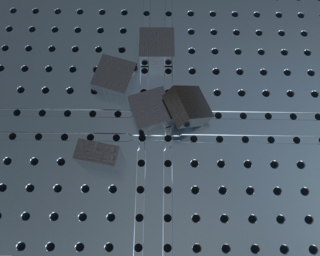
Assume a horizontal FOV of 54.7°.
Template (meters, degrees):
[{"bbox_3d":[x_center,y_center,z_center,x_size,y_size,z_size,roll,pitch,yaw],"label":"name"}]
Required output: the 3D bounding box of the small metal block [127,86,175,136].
[{"bbox_3d":[-0.012,-0.024,0.420,0.050,0.025,0.050,-17,71,-7],"label":"small metal block"}]

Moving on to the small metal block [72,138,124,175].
[{"bbox_3d":[-0.074,0.037,0.384,0.050,0.050,0.025,11,71,3],"label":"small metal block"}]

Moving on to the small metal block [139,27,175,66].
[{"bbox_3d":[-0.005,-0.120,0.455,0.050,0.025,0.050,0,70,-1],"label":"small metal block"}]

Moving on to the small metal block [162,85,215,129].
[{"bbox_3d":[0.038,-0.028,0.409,0.050,0.025,0.050,-6,65,-44],"label":"small metal block"}]

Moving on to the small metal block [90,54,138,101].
[{"bbox_3d":[-0.064,-0.071,0.437,0.050,0.025,0.050,16,71,5],"label":"small metal block"}]
